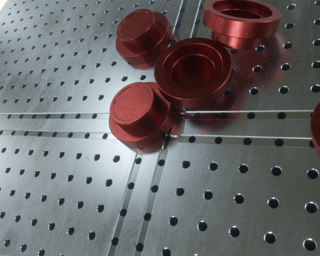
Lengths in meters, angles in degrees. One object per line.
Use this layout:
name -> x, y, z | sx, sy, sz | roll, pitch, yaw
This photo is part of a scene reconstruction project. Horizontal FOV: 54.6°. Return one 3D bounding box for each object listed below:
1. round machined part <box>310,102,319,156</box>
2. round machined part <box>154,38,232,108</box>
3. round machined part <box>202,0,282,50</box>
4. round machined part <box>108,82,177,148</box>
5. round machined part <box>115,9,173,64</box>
round machined part -> 0.198, -0.004, 0.296 | 0.098, 0.042, 0.098 | -13, 56, 21
round machined part -> 0.045, -0.068, 0.408 | 0.098, 0.042, 0.098 | -6, 62, 11
round machined part -> 0.104, -0.136, 0.408 | 0.099, 0.042, 0.098 | 3, 38, -2
round machined part -> -0.030, -0.025, 0.429 | 0.098, 0.042, 0.098 | -13, 56, 21
round machined part -> -0.032, -0.156, 0.511 | 0.098, 0.042, 0.098 | -13, 56, 21
